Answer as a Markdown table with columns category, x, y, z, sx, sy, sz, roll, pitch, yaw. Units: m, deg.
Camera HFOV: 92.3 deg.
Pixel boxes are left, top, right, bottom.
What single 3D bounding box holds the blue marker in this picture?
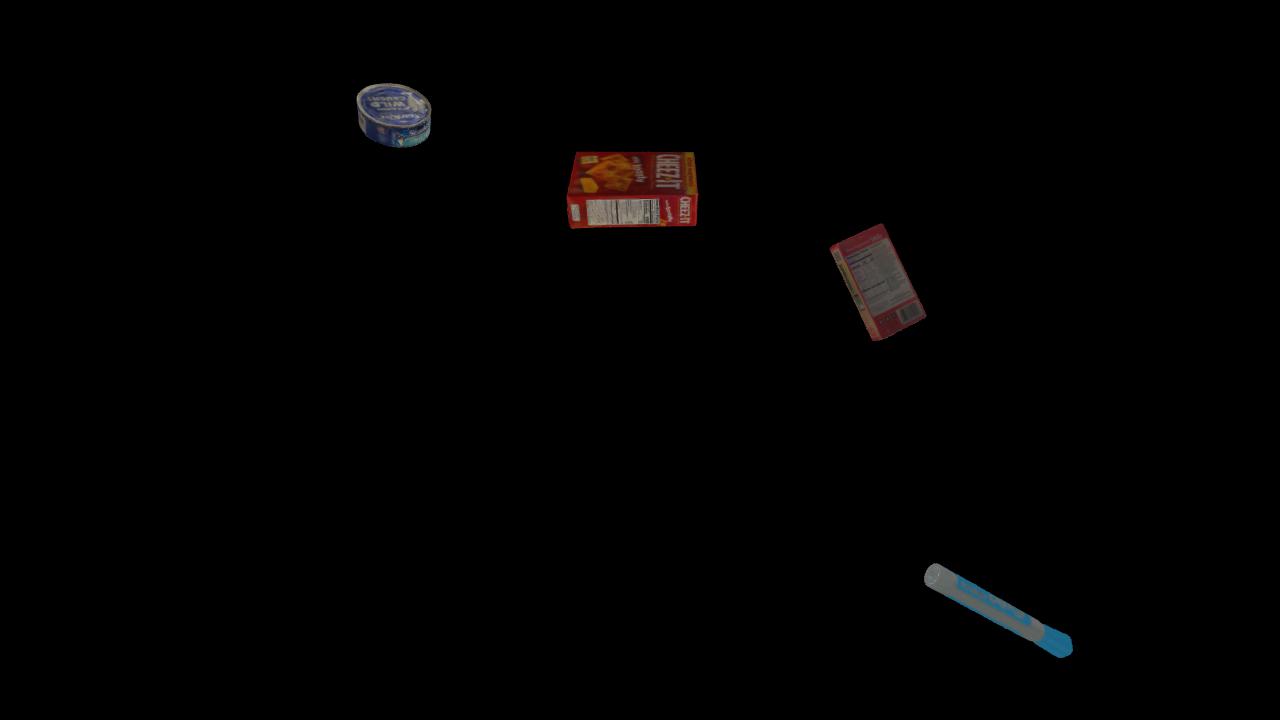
| category | x | y | z | sx | sy | sz | roll | pitch | yaw |
| --- | --- | --- | --- | --- | --- | --- | --- | --- | --- |
| blue marker | 0.271 | 0.190 | 0.463 | 0.121 | 0.020 | 0.020 | 29 | -1 | -2 |

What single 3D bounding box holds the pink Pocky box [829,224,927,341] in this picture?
| category | x | y | z | sx | sy | sz | roll | pitch | yaw |
| --- | --- | --- | --- | --- | --- | --- | --- | --- | --- |
| pink Pocky box | 0.350 | -0.114 | 0.905 | 0.084 | 0.155 | 0.029 | -26 | 0 | -13 |

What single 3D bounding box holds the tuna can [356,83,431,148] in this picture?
| category | x | y | z | sx | sy | sz | roll | pitch | yaw |
| --- | --- | --- | --- | --- | --- | --- | --- | --- | --- |
| tuna can | -0.299 | -0.297 | 0.749 | 0.084 | 0.084 | 0.034 | 0 | -35 | -21 |

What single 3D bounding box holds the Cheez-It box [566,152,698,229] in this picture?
| category | x | y | z | sx | sy | sz | roll | pitch | yaw |
| --- | --- | --- | --- | --- | --- | --- | --- | --- | --- |
| Cheez-It box | -0.011 | -0.305 | 1.093 | 0.223 | 0.071 | 0.166 | 1 | 44 | 2 |
